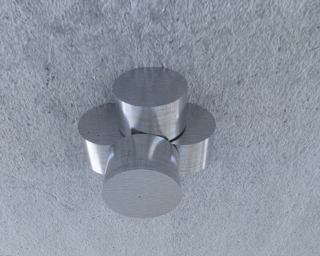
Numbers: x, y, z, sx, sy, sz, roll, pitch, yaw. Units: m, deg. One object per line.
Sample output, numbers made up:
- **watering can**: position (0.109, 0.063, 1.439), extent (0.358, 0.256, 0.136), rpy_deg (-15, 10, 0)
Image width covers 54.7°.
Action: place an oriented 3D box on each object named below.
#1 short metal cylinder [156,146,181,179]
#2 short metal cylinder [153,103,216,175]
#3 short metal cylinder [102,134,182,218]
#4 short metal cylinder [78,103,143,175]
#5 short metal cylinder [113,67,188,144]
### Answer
- **short metal cylinder**: position (-0.011, 0.050, 0.415), extent (0.081, 0.080, 0.050), rpy_deg (0, 130, -1)
- **short metal cylinder**: position (0.026, 0.012, 0.383), extent (0.081, 0.080, 0.050), rpy_deg (0, 130, 0)
- **short metal cylinder**: position (-0.018, 0.052, 0.331), extent (0.081, 0.050, 0.079), rpy_deg (0, 130, 0)
- **short metal cylinder**: position (-0.056, 0.012, 0.382), extent (0.081, 0.080, 0.050), rpy_deg (-1, 130, 0)
- **short metal cylinder**: position (-0.010, -0.027, 0.349), extent (0.081, 0.080, 0.050), rpy_deg (-1, 130, 0)
